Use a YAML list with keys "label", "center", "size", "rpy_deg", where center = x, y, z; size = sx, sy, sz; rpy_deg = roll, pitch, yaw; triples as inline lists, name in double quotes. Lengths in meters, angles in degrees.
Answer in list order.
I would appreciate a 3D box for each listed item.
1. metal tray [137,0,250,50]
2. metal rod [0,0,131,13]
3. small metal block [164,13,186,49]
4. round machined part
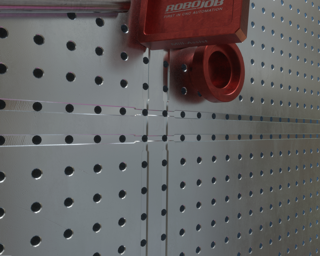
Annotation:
- label: "metal tray"
  center: [0.039, -0.146, 0.373]
  size: [0.030, 0.130, 0.089]
  rpy_deg: [14, 81, -60]
- label: "metal rod"
  center: [-0.155, -0.117, 0.279]
  size: [0.302, 0.025, 0.025]
  rpy_deg: [-18, 102, -39]
- label: "small metal block"
  center: [0.024, -0.144, 0.431]
  size: [0.050, 0.025, 0.050]
  rpy_deg: [10, 84, -40]
- label: "round machined part"
  center: [0.082, -0.087, 0.469]
  size: [0.099, 0.042, 0.097]
  rpy_deg: [0, 90, -40]
